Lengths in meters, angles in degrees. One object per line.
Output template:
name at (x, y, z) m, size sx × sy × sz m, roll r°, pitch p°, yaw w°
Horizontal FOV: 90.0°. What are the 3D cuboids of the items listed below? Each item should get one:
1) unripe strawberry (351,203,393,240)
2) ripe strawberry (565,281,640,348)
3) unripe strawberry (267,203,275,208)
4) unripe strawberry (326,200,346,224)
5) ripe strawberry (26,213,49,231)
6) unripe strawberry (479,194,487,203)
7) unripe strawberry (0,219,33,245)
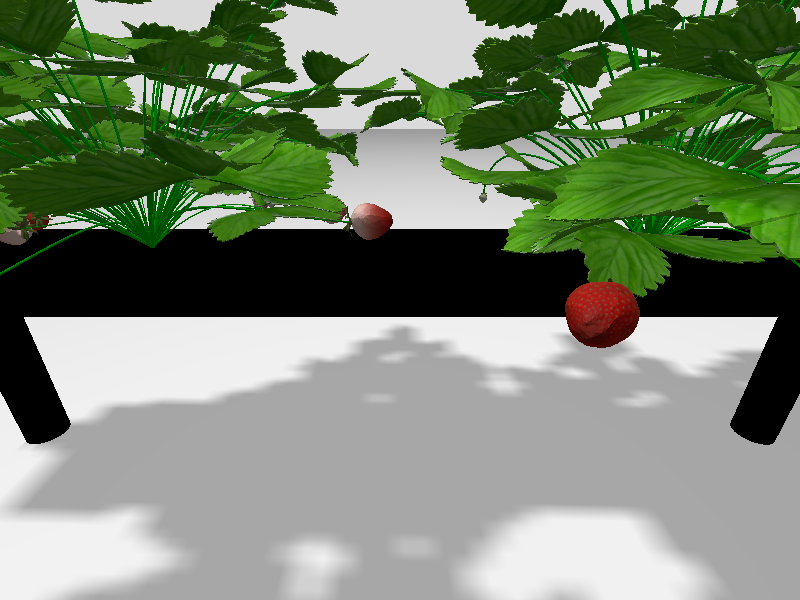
unripe strawberry at (-0.027, -0.075, 0.380) m, size 0.040 × 0.034 × 0.039 m, roll -3°, pitch 25°, yaw -7°
ripe strawberry at (0.100, 0.009, 0.203) m, size 0.034 × 0.036 × 0.037 m, roll 17°, pitch 31°, yaw 33°
unripe strawberry at (-0.164, -0.123, 0.510) m, size 0.011 × 0.011 × 0.010 m, roll 9°, pitch 26°, yaw 19°
unripe strawberry at (-0.071, -0.098, 0.437) m, size 0.027 × 0.029 × 0.025 m, roll -13°, pitch 28°, yaw -27°
ripe strawberry at (-0.377, -0.083, 0.409) m, size 0.028 × 0.024 × 0.028 m, roll 0°, pitch 23°, yaw 22°
unripe strawberry at (0.105, -0.129, 0.508) m, size 0.011 × 0.011 × 0.010 m, roll -17°, pitch 30°, yaw -32°
unripe strawberry at (-0.364, -0.067, 0.370) m, size 0.034 × 0.033 × 0.031 m, roll 2°, pitch 25°, yaw 6°
